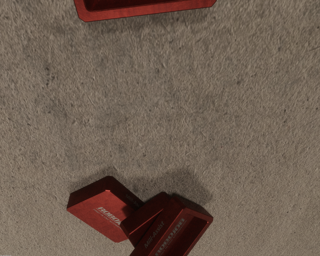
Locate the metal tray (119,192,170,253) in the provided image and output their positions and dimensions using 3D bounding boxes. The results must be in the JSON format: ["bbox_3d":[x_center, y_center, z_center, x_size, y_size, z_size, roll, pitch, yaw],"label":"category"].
[{"bbox_3d":[-0.004,0.180,0.528,0.090,0.030,0.129,-34,130,-16],"label":"metal tray"}]

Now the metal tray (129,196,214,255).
[{"bbox_3d":[0.019,0.180,0.502,0.090,0.030,0.130,33,94,-43],"label":"metal tray"}]

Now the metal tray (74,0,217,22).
[{"bbox_3d":[-0.017,-0.150,0.275,0.131,0.030,0.089,-6,130,4],"label":"metal tray"}]

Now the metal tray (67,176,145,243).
[{"bbox_3d":[-0.079,0.141,0.523,0.090,0.030,0.130,-27,125,21],"label":"metal tray"}]
